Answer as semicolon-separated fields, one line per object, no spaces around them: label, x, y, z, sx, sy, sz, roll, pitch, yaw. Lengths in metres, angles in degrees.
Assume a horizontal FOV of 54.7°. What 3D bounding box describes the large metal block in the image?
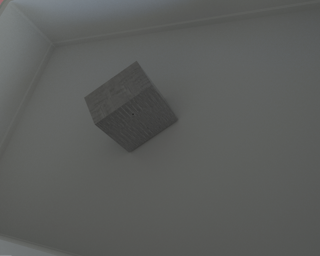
large metal block;-0.035;-0.025;0.399;0.080;0.080;0.050;-34;52;5
